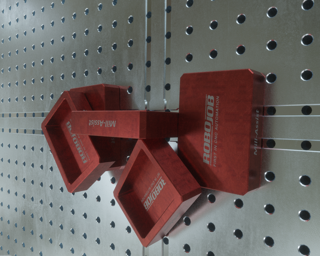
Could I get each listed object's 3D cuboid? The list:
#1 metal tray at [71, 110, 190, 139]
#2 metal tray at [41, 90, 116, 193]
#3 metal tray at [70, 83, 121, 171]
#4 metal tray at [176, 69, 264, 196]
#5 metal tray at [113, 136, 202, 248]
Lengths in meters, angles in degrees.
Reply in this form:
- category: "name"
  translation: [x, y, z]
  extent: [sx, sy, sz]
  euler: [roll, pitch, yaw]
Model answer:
- category: "metal tray"
  translation: [-0.039, -0.006, 0.396]
  extent: [0.130, 0.091, 0.030]
  euler: [2, 92, 39]
- category: "metal tray"
  translation: [-0.127, 0.019, 0.466]
  extent: [0.090, 0.030, 0.130]
  euler: [-45, 64, 30]
- category: "metal tray"
  translation: [-0.104, 0.000, 0.490]
  extent: [0.090, 0.030, 0.129]
  euler: [-1, 90, 40]
- category: "metal tray"
  translation: [0.065, 0.002, 0.350]
  extent: [0.090, 0.030, 0.129]
  euler: [4, 92, 39]
- category: "metal tray"
  translation: [-0.010, 0.080, 0.388]
  extent: [0.090, 0.030, 0.129]
  euler: [53, 138, 26]
